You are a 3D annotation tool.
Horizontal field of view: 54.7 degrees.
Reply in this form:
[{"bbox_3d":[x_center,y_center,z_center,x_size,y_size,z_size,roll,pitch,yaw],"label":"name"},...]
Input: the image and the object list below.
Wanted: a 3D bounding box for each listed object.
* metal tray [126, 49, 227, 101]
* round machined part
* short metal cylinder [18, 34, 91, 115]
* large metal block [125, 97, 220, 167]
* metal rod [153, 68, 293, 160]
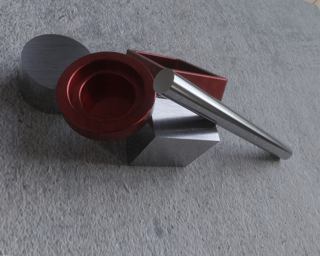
[{"bbox_3d":[0.014,-0.070,0.406,0.091,0.030,0.130,4,20,-26],"label":"metal tray"},{"bbox_3d":[-0.055,-0.030,0.327,0.099,0.042,0.098,3,62,-5],"label":"round machined part"},{"bbox_3d":[-0.121,-0.062,0.363,0.081,0.050,0.080,14,56,-21],"label":"short metal cylinder"},{"bbox_3d":[0.011,0.009,0.372,0.081,0.080,0.050,4,60,-26],"label":"large metal block"},{"bbox_3d":[0.101,-0.002,0.387,0.301,0.025,0.025,23,49,-45],"label":"metal rod"}]
